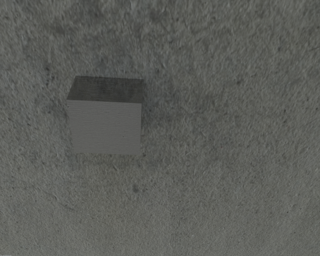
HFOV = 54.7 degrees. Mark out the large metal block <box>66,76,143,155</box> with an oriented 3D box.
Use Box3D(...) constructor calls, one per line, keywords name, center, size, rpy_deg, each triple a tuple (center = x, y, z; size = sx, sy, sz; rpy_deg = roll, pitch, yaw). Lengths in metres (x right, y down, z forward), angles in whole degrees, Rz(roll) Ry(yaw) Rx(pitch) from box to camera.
Box3D(name="large metal block", center=(-0.063, -0.014, 0.378), size=(0.081, 0.050, 0.079), rpy_deg=(3, 130, -3))
